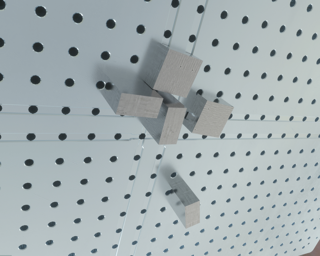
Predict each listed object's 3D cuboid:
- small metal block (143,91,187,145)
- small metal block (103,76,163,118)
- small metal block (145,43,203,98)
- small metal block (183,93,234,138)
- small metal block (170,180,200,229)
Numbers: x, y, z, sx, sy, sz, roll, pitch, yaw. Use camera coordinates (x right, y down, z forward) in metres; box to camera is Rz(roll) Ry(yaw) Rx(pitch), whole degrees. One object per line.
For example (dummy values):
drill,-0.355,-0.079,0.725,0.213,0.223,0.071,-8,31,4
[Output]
small metal block,0.005,-0.014,0.388,0.025,0.050,0.050,0,118,-29
small metal block,-0.032,-0.035,0.355,0.050,0.050,0.025,4,116,-30
small metal block,0.016,-0.069,0.377,0.050,0.025,0.050,11,113,-33
small metal block,0.068,-0.017,0.437,0.050,0.025,0.050,10,113,-33
small metal block,0.039,0.120,0.490,0.025,0.050,0.050,-17,126,-18
